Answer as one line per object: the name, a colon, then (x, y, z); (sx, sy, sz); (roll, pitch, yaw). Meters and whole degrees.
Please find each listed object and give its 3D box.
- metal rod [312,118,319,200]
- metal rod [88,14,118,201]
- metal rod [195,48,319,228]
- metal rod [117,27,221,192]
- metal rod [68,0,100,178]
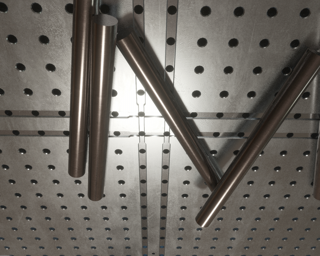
metal rod: (0.227, -0.001, 0.414); (0.025, 0.025, 0.299); (-11, 130, 9)
metal rod: (-0.079, 0.002, 0.401); (0.025, 0.025, 0.298); (7, 133, -7)
metal rod: (0.122, 0.033, 0.420); (0.025, 0.025, 0.298); (16, 122, -14)
metal rod: (0.030, 0.002, 0.413); (0.025, 0.025, 0.299); (-22, 127, 17)
metal rod: (-0.094, -0.046, 0.370); (0.025, 0.025, 0.298); (9, 130, -8)
